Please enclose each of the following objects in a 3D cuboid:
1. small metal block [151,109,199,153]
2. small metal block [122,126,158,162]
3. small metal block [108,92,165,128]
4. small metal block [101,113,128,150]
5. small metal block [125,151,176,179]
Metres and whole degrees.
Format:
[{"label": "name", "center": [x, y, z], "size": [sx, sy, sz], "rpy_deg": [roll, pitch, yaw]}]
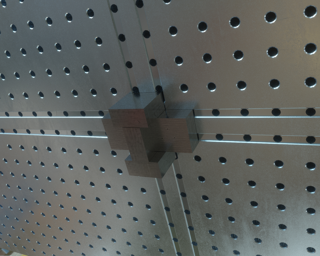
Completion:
[{"label": "small metal block", "center": [0.019, 0.004, 0.402], "size": [0.050, 0.025, 0.050], "rpy_deg": [1, 119, 27]}, {"label": "small metal block", "center": [-0.020, 0.009, 0.409], "size": [0.025, 0.050, 0.050], "rpy_deg": [1, 119, 27]}, {"label": "small metal block", "center": [-0.028, -0.024, 0.393], "size": [0.050, 0.050, 0.025], "rpy_deg": [1, 119, 27]}, {"label": "small metal block", "center": [-0.048, 0.003, 0.437], "size": [0.050, 0.025, 0.050], "rpy_deg": [1, 119, 27]}, {"label": "small metal block", "center": [-0.012, 0.042, 0.426], "size": [0.050, 0.050, 0.025], "rpy_deg": [1, 119, 27]}]
